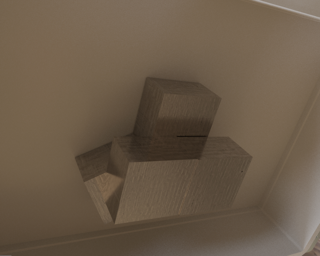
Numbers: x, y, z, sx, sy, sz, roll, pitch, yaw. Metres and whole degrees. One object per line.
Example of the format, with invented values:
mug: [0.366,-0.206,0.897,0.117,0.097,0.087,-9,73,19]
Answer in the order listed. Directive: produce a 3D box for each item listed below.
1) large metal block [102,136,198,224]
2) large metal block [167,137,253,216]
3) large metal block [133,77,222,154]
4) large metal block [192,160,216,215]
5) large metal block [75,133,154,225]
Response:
large metal block: [-0.014,0.056,0.353,0.081,0.050,0.079,1,118,-29]
large metal block: [0.057,0.058,0.391,0.081,0.050,0.079,1,118,-29]
large metal block: [0.020,-0.014,0.392,0.081,0.050,0.079,1,118,-29]
large metal block: [0.040,0.070,0.454,0.080,0.050,0.080,-47,129,5]
large metal block: [-0.053,0.065,0.402,0.081,0.050,0.080,-24,127,-14]
